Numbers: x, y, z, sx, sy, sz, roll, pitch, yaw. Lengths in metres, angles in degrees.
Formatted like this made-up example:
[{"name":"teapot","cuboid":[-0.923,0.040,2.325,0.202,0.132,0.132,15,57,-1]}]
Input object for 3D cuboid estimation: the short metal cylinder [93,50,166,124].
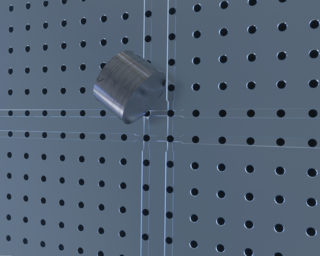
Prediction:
[{"name":"short metal cylinder","cuboid":[-0.038,-0.052,0.397,0.050,0.080,0.080,39,102,16]}]
